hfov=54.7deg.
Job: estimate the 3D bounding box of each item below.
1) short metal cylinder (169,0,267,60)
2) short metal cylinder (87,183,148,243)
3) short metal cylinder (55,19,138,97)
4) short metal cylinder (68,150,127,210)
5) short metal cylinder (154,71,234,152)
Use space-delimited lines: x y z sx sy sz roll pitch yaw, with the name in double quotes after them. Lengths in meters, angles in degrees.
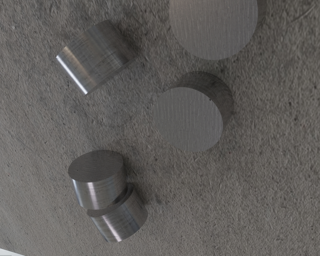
0.056 -0.111 0.293 0.080 0.050 0.079 13 124 21 "short metal cylinder"
-0.066 0.132 0.488 0.080 0.080 0.050 -15 110 34 "short metal cylinder"
-0.072 -0.080 0.360 0.080 0.080 0.050 -30 102 38 "short metal cylinder"
-0.092 0.076 0.467 0.080 0.080 0.050 8 122 24 "short metal cylinder"
0.040 -0.019 0.358 0.080 0.050 0.079 13 124 21 "short metal cylinder"
